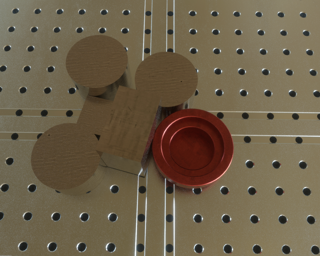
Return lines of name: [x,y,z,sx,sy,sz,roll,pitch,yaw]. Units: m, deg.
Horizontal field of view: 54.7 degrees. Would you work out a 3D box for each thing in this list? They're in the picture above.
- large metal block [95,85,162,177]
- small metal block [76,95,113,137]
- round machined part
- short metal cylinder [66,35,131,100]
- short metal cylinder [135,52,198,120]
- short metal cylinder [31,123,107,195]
large metal block: [-0.033,0.007,0.376,0.050,0.080,0.080,15,71,5]
small metal block: [-0.079,-0.011,0.415,0.050,0.025,0.050,14,71,5]
round machined part: [0.040,0.028,0.392,0.099,0.042,0.098,0,70,0]
short metal cylinder: [-0.082,-0.080,0.426,0.081,0.050,0.080,0,70,0]
short metal cylinder: [0.008,-0.055,0.418,0.081,0.050,0.080,0,70,0]
short metal cylinder: [-0.109,0.040,0.383,0.081,0.050,0.080,0,70,0]
